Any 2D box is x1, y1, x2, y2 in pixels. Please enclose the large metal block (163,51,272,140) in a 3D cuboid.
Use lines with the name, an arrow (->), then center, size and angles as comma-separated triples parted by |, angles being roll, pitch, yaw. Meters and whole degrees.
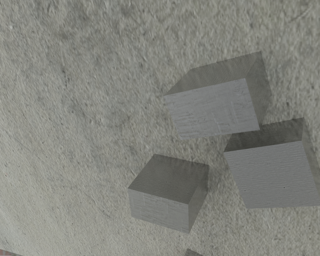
large metal block -> 0.062, -0.034, 0.317 | 0.080, 0.080, 0.050 | -9, 114, 32

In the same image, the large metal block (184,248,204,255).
large metal block -> 0.068, 0.260, 0.515 | 0.080, 0.050, 0.079 | 19, 126, 16

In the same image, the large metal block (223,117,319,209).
large metal block -> 0.129, 0.042, 0.348 | 0.080, 0.050, 0.080 | -13, 112, 33

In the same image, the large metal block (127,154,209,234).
large metal block -> 0.014, 0.084, 0.415 | 0.080, 0.080, 0.050 | 10, 123, 22
